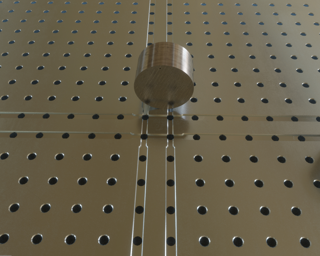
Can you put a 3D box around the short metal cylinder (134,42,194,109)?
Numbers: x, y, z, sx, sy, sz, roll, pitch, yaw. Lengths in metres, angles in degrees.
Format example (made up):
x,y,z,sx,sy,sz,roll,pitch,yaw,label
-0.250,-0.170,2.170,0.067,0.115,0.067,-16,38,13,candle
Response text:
x,y,z,sx,sy,sz,roll,pitch,yaw,label
0.007,-0.072,0.432,0.080,0.080,0.050,2,50,2,short metal cylinder
